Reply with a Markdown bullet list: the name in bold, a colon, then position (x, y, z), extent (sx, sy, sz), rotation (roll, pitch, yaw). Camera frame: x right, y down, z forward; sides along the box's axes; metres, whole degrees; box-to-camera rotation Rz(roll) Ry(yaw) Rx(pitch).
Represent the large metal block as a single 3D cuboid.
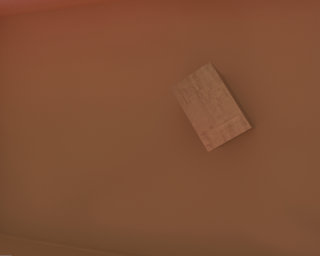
- **large metal block**: position (0.065, -0.022, 0.358), extent (0.050, 0.080, 0.080), rotation (-32, 80, 17)
